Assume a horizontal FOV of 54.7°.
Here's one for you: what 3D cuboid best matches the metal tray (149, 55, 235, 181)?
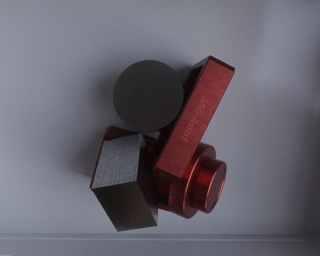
[{"bbox_3d":[0.031,-0.013,0.354,0.030,0.090,0.129,26,92,-6],"label":"metal tray"}]

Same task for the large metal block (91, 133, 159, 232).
[{"bbox_3d":[-0.037,0.066,0.380,0.050,0.080,0.080,-12,126,10],"label":"large metal block"}]

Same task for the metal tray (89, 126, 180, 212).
[{"bbox_3d":[-0.021,0.059,0.427,0.131,0.030,0.089,16,109,-6],"label":"metal tray"}]

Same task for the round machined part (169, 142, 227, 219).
[{"bbox_3d":[0.053,0.069,0.393,0.042,0.099,0.097,17,112,26],"label":"round machined part"}]

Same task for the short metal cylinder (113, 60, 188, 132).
[{"bbox_3d":[-0.009,-0.035,0.367,0.080,0.050,0.080,-1,87,11],"label":"short metal cylinder"}]
